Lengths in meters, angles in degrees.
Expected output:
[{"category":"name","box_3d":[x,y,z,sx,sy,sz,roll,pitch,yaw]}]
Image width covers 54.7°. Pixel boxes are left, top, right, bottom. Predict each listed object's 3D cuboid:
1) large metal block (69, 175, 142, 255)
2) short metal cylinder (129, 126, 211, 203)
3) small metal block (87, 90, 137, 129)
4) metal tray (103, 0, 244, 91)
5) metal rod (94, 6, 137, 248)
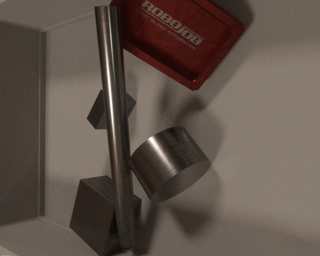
[{"category":"large metal block","box_3d":[-0.082,0.126,0.456,0.080,0.050,0.079,25,106,37]},{"category":"short metal cylinder","box_3d":[0.011,0.043,0.360,0.080,0.081,0.050,-50,61,28]},{"category":"small metal block","box_3d":[-0.069,-0.025,0.445,0.025,0.050,0.050,45,117,30]},{"category":"metal tray","box_3d":[0.012,-0.110,0.336,0.090,0.131,0.030,-53,16,27]},{"category":"metal rod","box_3d":[-0.048,0.017,0.362,0.025,0.025,0.298,18,121,38]}]
